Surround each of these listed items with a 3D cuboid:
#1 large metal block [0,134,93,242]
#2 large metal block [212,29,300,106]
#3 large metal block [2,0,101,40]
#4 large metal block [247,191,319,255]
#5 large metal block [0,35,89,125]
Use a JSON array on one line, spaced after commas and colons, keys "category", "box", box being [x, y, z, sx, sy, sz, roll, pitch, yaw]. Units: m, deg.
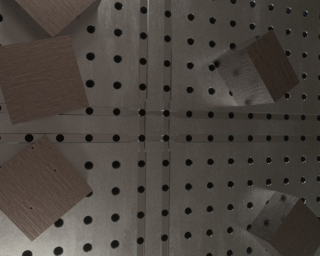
[{"category": "large metal block", "box": [-0.137, 0.063, 0.349, 0.080, 0.050, 0.080, -40, 103, -16]}, {"category": "large metal block", "box": [0.131, -0.080, 0.433, 0.050, 0.080, 0.080, -36, 102, -17]}, {"category": "large metal block", "box": [-0.124, -0.153, 0.354, 0.080, 0.050, 0.080, 46, 75, -15]}, {"category": "large metal block", "box": [0.196, 0.158, 0.474, 0.080, 0.050, 0.080, 46, 76, -15]}, {"category": "large metal block", "box": [-0.134, -0.052, 0.350, 0.081, 0.050, 0.080, -16, 96, -20]}]
